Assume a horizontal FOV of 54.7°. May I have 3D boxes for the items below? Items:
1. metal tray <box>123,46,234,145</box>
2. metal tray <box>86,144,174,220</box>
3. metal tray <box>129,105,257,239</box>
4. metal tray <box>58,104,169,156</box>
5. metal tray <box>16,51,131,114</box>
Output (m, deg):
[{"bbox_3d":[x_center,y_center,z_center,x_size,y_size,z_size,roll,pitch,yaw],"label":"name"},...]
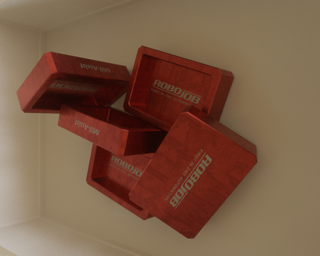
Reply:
[{"bbox_3d":[0.017,-0.043,0.386,0.130,0.030,0.089,27,106,36],"label":"metal tray"},{"bbox_3d":[-0.047,0.059,0.436,0.130,0.030,0.089,21,103,37],"label":"metal tray"},{"bbox_3d":[0.034,0.051,0.346,0.090,0.030,0.129,33,114,4],"label":"metal tray"},{"bbox_3d":[-0.060,-0.001,0.408,0.130,0.091,0.030,20,103,38],"label":"metal tray"},{"bbox_3d":[-0.113,-0.055,0.425,0.090,0.131,0.030,-37,68,34],"label":"metal tray"}]
